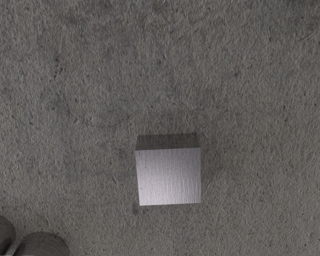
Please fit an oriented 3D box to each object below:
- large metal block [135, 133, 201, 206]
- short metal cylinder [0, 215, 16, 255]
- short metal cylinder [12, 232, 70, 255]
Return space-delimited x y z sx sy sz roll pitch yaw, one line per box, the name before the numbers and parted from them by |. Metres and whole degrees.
large metal block | 0.012 0.054 0.417 0.080 0.050 0.079 -3 110 1
short metal cylinder | -0.264 0.171 0.457 0.081 0.050 0.079 0 110 0
short metal cylinder | -0.185 0.207 0.471 0.081 0.050 0.079 0 110 0
